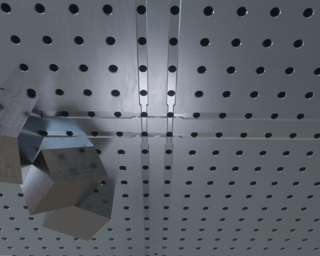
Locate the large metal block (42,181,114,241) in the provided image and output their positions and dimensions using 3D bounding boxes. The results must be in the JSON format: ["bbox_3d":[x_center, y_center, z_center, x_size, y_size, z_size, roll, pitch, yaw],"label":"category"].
[{"bbox_3d":[-0.133,0.133,0.507,0.080,0.050,0.080,28,125,-22],"label":"large metal block"}]

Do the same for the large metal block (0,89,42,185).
[{"bbox_3d":[-0.184,0.010,0.382,0.050,0.080,0.079,9,129,-7],"label":"large metal block"}]

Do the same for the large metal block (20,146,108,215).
[{"bbox_3d":[-0.134,0.071,0.430,0.081,0.050,0.080,-1,142,-48],"label":"large metal block"}]
